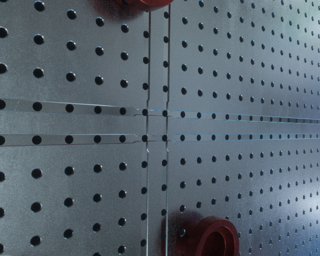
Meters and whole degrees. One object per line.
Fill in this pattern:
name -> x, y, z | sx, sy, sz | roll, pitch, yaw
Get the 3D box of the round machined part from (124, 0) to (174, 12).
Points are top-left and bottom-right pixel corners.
round machined part -> -0.024, -0.192, 0.379 | 0.099, 0.042, 0.097 | 0, 90, -40

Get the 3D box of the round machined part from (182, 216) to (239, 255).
round machined part -> 0.071, 0.180, 0.461 | 0.099, 0.042, 0.097 | 0, 90, -40
